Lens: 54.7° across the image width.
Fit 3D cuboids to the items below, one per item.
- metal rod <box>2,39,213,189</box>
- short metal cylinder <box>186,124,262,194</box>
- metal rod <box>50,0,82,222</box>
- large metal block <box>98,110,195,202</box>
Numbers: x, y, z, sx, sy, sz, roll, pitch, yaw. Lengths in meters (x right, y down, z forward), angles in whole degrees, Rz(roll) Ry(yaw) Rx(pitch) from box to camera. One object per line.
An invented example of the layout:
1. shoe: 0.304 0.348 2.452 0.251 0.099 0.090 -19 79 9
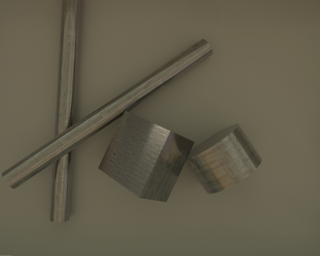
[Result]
1. metal rod: -0.060 -0.022 0.393 0.301 0.025 0.025 -35 90 -7
2. short metal cylinder: 0.077 0.037 0.385 0.080 0.080 0.050 -34 91 0
3. metal rod: -0.124 -0.028 0.409 0.025 0.025 0.298 3 90 -1
4. large metal block: -0.018 0.033 0.378 0.080 0.050 0.080 25 90 41
